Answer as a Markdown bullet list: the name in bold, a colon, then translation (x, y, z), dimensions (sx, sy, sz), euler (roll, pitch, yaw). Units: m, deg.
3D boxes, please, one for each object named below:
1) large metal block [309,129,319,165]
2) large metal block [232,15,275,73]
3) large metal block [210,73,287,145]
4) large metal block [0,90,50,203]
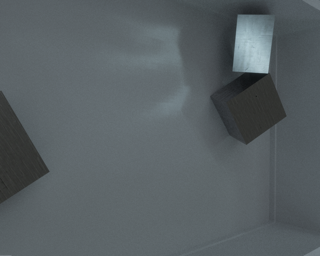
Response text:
- **large metal block**: translation (0.392, 0.042, 0.721), dimensions (0.081, 0.050, 0.079), euler (-6, 94, -40)
- **large metal block**: translation (0.145, -0.130, 0.478), dimensions (0.080, 0.050, 0.079), euler (-40, 134, -67)
- **large metal block**: translation (0.139, -0.034, 0.487), dimensions (0.080, 0.050, 0.080), euler (-34, 114, -7)
- **large metal block**: translation (-0.156, 0.024, 0.259), dimensions (0.080, 0.050, 0.080), euler (-36, 113, -34)
